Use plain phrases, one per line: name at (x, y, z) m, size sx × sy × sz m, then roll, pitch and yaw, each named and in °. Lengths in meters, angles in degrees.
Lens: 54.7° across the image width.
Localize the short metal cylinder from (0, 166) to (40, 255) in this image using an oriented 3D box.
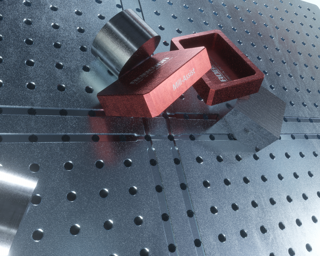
short metal cylinder at (-0.139, 0.071, 0.254) m, size 0.050 × 0.080 × 0.080 m, roll 22°, pitch 54°, yaw -16°

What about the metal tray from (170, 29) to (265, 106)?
metal tray at (0.082, -0.096, 0.470) m, size 0.091 × 0.030 × 0.130 m, roll -17°, pitch 53°, yaw -19°

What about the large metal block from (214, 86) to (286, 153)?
large metal block at (0.142, -0.022, 0.482) m, size 0.080 × 0.050 × 0.080 m, roll 34°, pitch 51°, yaw -6°

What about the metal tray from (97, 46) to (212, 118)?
metal tray at (-0.005, -0.061, 0.398) m, size 0.131 × 0.090 × 0.030 m, roll -43°, pitch 124°, yaw -37°

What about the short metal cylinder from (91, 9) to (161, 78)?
short metal cylinder at (-0.045, -0.111, 0.416) m, size 0.050 × 0.080 × 0.080 m, roll 45°, pitch 51°, yaw 2°
